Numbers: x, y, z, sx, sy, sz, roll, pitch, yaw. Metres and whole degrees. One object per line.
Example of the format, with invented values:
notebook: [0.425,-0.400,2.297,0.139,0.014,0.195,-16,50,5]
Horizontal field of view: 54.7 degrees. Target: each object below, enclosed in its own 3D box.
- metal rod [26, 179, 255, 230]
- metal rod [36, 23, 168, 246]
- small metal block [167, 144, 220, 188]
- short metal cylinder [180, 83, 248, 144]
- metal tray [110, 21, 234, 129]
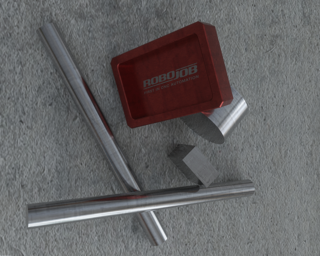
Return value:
metal rod: [-0.001,0.089,0.384,0.303,0.025,0.025,0,90,-29]
metal rod: [-0.066,0.015,0.384,0.025,0.025,0.299,-29,100,-18]
small metal block: [0.043,0.049,0.412,0.025,0.050,0.050,-45,104,-14]
short metal cylinder: [0.066,-0.024,0.404,0.080,0.080,0.050,44,76,-15]
metal tray: [0.009,-0.056,0.358,0.030,0.130,0.089,-19,95,-55]
